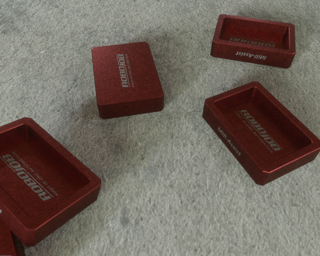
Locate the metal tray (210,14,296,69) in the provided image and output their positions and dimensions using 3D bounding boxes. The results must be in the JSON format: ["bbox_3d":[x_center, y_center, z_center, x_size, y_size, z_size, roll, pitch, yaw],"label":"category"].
[{"bbox_3d":[0.158,-0.150,0.527,0.131,0.030,0.090,11,51,9],"label":"metal tray"}]

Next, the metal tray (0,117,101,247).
[{"bbox_3d":[-0.140,0.049,0.329,0.130,0.030,0.091,37,40,18],"label":"metal tray"}]

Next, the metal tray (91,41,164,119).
[{"bbox_3d":[-0.051,-0.076,0.463,0.091,0.030,0.130,-9,51,-8],"label":"metal tray"}]

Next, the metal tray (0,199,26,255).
[{"bbox_3d":[-0.185,0.120,0.297,0.091,0.030,0.130,-22,54,-18],"label":"metal tray"}]

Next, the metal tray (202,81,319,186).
[{"bbox_3d":[0.127,0.001,0.400,0.091,0.030,0.130,-21,53,-17],"label":"metal tray"}]
